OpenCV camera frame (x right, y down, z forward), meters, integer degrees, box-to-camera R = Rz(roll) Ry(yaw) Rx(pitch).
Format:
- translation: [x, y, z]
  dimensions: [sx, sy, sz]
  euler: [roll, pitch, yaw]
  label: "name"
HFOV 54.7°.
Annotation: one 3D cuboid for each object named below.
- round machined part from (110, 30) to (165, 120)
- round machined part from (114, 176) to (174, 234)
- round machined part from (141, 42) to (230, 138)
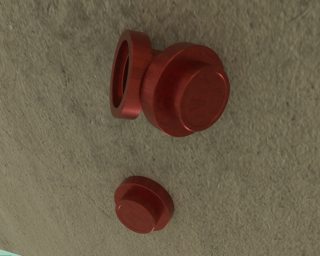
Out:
- translation: [-0.025, -0.057, 0.349]
  dimensions: [0.042, 0.098, 0.097]
  euler: [6, 131, -21]
  label: "round machined part"
- translation: [-0.031, 0.127, 0.489]
  dimensions: [0.098, 0.042, 0.097]
  euler: [13, 124, 20]
  label: "round machined part"
- translation: [0.033, -0.035, 0.315]
  dimensions: [0.042, 0.099, 0.097]
  euler: [31, 135, 45]
  label: "round machined part"
